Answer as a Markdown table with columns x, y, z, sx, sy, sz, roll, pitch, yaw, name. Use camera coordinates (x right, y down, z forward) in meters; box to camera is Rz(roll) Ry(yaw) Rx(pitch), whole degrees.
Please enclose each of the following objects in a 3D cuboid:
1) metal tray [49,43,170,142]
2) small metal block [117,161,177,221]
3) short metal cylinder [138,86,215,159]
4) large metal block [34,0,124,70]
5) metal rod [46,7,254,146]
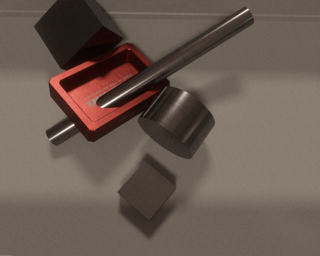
| x | y | z | sx | sy | sz | roll | pitch | yaw | name |
| --- | --- | --- | --- | --- | --- | --- | --- | --- | --- |
| -0.063 | -0.051 | 0.406 | 0.131 | 0.030 | 0.090 | -35 | 73 | -29 | metal tray |
| -0.016 | 0.078 | 0.381 | 0.050 | 0.025 | 0.050 | 39 | 74 | 12 | small metal block |
| 0.020 | -0.006 | 0.383 | 0.080 | 0.080 | 0.050 | 34 | 74 | 11 | short metal cylinder |
| -0.112 | -0.132 | 0.426 | 0.080 | 0.050 | 0.080 | -40 | 73 | 16 | large metal block |
| -0.013 | -0.066 | 0.403 | 0.301 | 0.025 | 0.025 | -32 | 73 | 0 | metal rod |
